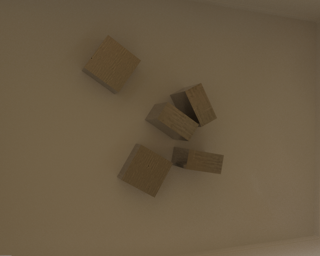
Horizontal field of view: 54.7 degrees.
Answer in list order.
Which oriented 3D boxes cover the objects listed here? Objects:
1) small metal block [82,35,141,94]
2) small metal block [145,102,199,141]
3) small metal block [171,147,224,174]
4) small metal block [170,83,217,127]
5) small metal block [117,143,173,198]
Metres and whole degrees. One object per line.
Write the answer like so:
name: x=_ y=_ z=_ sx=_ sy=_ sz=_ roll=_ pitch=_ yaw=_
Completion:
small metal block: x=-0.061 y=-0.078 z=0.388 sx=0.050 sy=0.025 sz=0.050 roll=36 pitch=78 yaw=-17
small metal block: x=0.014 y=-0.008 z=0.402 sx=0.050 sy=0.050 sz=0.025 roll=35 pitch=79 yaw=-17
small metal block: x=0.049 y=0.043 z=0.415 sx=0.050 sy=0.050 sz=0.025 roll=11 pitch=87 yaw=-20
small metal block: x=0.044 y=-0.029 z=0.413 sx=0.025 sy=0.050 sz=0.050 roll=-29 pitch=100 yaw=-18
small metal block: x=-0.019 y=0.055 z=0.403 sx=0.050 sy=0.025 sz=0.050 roll=32 pitch=80 yaw=-17
